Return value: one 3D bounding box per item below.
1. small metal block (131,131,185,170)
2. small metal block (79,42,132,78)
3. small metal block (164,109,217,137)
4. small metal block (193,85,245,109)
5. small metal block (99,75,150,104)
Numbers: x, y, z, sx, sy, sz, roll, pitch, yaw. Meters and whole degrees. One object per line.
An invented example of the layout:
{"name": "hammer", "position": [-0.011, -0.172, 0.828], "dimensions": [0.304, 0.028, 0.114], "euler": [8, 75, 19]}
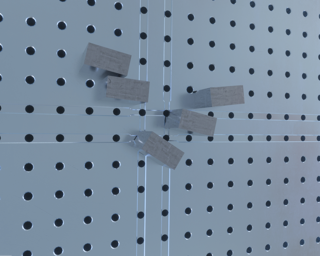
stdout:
{"name": "small metal block", "position": [-0.004, 0.028, 0.399], "dimensions": [0.050, 0.050, 0.025], "euler": [34, 79, -17]}
{"name": "small metal block", "position": [-0.067, -0.078, 0.375], "dimensions": [0.050, 0.050, 0.025], "euler": [13, 86, -20]}
{"name": "small metal block", "position": [0.040, -0.007, 0.415], "dimensions": [0.050, 0.050, 0.025], "euler": [14, 86, -20]}
{"name": "small metal block", "position": [0.081, -0.043, 0.430], "dimensions": [0.050, 0.050, 0.025], "euler": [-7, 93, -20]}
{"name": "small metal block", "position": [-0.045, -0.045, 0.383], "dimensions": [0.050, 0.050, 0.025], "euler": [5, 88, -20]}
